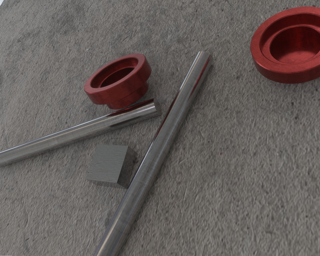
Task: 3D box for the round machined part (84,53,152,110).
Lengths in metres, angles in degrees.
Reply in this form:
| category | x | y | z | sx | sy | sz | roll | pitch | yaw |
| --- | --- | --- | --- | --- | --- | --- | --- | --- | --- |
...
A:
| category | x | y | z | sx | sy | sz | roll | pitch | yaw |
| --- | --- | --- | --- | --- | --- | --- | --- | --- | --- |
| round machined part | -0.056 | -0.064 | 0.448 | 0.098 | 0.042 | 0.098 | -20 | 33 | 14 |

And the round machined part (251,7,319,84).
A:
| category | x | y | z | sx | sy | sz | roll | pitch | yaw |
| --- | --- | --- | --- | --- | --- | --- | --- | --- | --- |
| round machined part | 0.161 | -0.092 | 0.365 | 0.098 | 0.042 | 0.098 | -13 | 56 | 21 |

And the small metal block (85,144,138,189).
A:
| category | x | y | z | sx | sy | sz | roll | pitch | yaw |
| --- | --- | --- | --- | --- | --- | --- | --- | --- | --- |
| small metal block | -0.063 | 0.050 | 0.406 | 0.050 | 0.025 | 0.050 | 1 | 62 | 28 |

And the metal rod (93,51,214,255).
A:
| category | x | y | z | sx | sy | sz | roll | pitch | yaw |
| --- | --- | --- | --- | --- | --- | --- | --- | --- | --- |
| metal rod | -0.003 | 0.029 | 0.387 | 0.025 | 0.025 | 0.300 | 15 | 69 | 34 |

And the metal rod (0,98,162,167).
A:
| category | x | y | z | sx | sy | sz | roll | pitch | yaw |
| --- | --- | --- | --- | --- | --- | --- | --- | --- | --- |
| metal rod | -0.140 | 0.013 | 0.469 | 0.301 | 0.025 | 0.025 | -17 | 55 | 18 |
